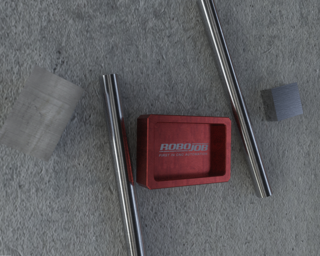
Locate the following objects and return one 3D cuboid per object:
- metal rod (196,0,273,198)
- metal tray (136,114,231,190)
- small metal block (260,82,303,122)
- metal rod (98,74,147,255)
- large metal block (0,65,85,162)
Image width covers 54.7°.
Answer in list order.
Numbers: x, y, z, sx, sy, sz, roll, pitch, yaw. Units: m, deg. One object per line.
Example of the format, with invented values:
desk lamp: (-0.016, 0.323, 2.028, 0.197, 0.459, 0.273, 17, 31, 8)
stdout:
metal rod: (0.110, -0.040, 0.451, 0.025, 0.025, 0.298, -21, 97, -19)
metal tray: (0.034, 0.029, 0.409, 0.131, 0.030, 0.089, 1, 90, -30)
small metal block: (0.189, -0.040, 0.481, 0.050, 0.025, 0.050, -16, 96, -20)
metal rod: (-0.042, 0.082, 0.394, 0.025, 0.025, 0.298, -10, 94, -20)
large metal block: (-0.127, -0.014, 0.333, 0.050, 0.080, 0.080, 27, 81, -19)
